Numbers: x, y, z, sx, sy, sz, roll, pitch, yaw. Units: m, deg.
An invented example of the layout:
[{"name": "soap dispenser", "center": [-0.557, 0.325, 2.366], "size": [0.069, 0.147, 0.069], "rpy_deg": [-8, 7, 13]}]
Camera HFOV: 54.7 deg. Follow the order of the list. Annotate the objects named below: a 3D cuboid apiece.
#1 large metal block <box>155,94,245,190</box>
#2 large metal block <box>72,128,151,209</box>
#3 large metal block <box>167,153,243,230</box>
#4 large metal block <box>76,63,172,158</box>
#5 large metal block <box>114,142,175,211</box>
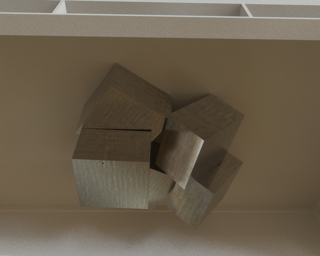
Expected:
[{"name": "large metal block", "center": [0.047, 0.015, 0.376], "size": [0.081, 0.050, 0.079], "rpy_deg": [-27, 145, -40]}, {"name": "large metal block", "center": [-0.052, 0.049, 0.364], "size": [0.081, 0.050, 0.079], "rpy_deg": [3, 129, -1]}, {"name": "large metal block", "center": [0.062, 0.080, 0.431], "size": [0.050, 0.081, 0.079], "rpy_deg": [35, 133, 22]}, {"name": "large metal block", "center": [-0.042, -0.017, 0.376], "size": [0.080, 0.050, 0.080], "rpy_deg": [29, 124, -23]}, {"name": "large metal block", "center": [-0.026, 0.065, 0.442], "size": [0.080, 0.050, 0.080], "rpy_deg": [24, 126, -19]}]
